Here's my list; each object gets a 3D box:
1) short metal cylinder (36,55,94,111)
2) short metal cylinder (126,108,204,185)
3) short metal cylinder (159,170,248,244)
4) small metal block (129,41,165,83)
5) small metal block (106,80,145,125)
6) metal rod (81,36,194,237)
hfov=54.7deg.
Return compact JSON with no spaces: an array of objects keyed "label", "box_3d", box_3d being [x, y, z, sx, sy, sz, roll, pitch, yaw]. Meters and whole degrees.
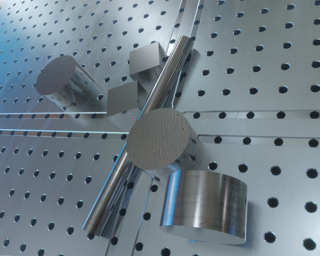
[{"label":"short metal cylinder","box_3d":[-0.159,-0.075,0.522,0.080,0.050,0.080,-13,56,21]},{"label":"short metal cylinder","box_3d":[0.007,0.023,0.375,0.080,0.050,0.080,-13,56,21]},{"label":"short metal cylinder","box_3d":[0.043,0.079,0.302,0.080,0.080,0.050,-3,61,27]},{"label":"small metal block","box_3d":[-0.019,-0.100,0.480,0.050,0.025,0.050,-15,55,19]},{"label":"small metal block","box_3d":[-0.050,-0.037,0.457,0.050,0.025,0.050,-16,55,19]},{"label":"metal rod","box_3d":[-0.022,-0.002,0.421,0.025,0.025,0.300,13,68,33]}]
